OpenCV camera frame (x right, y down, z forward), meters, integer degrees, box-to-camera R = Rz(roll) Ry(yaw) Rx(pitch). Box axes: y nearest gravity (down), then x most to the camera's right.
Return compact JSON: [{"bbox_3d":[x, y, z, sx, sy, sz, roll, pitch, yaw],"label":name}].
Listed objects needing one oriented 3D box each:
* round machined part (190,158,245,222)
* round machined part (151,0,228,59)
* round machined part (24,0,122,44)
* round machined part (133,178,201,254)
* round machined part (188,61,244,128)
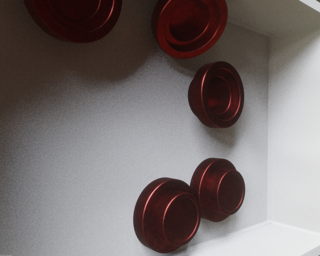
[{"bbox_3d":[0.095,0.096,0.478,0.099,0.042,0.097,0,90,-40],"label":"round machined part"},{"bbox_3d":[0.035,-0.143,0.404,0.099,0.042,0.097,-15,138,-14],"label":"round machined part"},{"bbox_3d":[-0.090,-0.136,0.312,0.099,0.042,0.097,-15,113,-40],"label":"round machined part"},{"bbox_3d":[0.017,0.117,0.412,0.099,0.042,0.097,0,90,-40],"label":"round machined part"},{"bbox_3d":[0.080,-0.049,0.465,0.099,0.042,0.097,0,90,-40],"label":"round machined part"}]
